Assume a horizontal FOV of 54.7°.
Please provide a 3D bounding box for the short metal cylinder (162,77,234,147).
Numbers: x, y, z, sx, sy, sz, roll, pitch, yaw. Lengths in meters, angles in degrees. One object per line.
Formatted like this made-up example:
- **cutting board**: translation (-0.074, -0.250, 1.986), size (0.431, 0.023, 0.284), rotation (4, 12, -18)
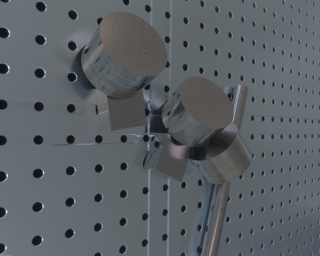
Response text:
- **short metal cylinder**: translation (0.049, -0.021, 0.412), size (0.081, 0.050, 0.080), rotation (15, 54, -21)

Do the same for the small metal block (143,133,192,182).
- **small metal block**: translation (0.012, 0.040, 0.420), size (0.050, 0.025, 0.050), rotation (31, 71, -36)

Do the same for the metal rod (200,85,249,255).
- **metal rod**: translation (0.103, 0.074, 0.496), size (0.025, 0.025, 0.299), rotation (23, 76, -38)

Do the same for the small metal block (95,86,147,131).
- **small metal block**: translation (-0.046, -0.025, 0.371), size (0.050, 0.025, 0.050), rotation (-11, 97, -40)

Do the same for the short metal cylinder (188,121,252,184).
- **short metal cylinder**: translation (0.084, 0.033, 0.444), size (0.080, 0.080, 0.050), rotation (-52, 121, -27)

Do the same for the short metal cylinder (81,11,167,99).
- **short metal cylinder**: translation (-0.039, -0.079, 0.342), size (0.081, 0.050, 0.080), rotation (17, 58, -29)
